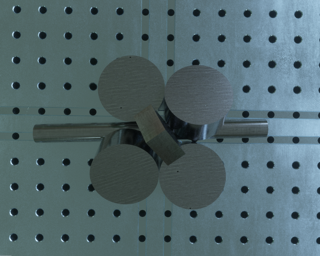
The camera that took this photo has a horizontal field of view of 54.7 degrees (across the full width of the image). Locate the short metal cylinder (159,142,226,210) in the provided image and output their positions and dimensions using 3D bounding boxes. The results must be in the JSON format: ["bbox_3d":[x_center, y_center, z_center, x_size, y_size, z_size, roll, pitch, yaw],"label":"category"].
[{"bbox_3d":[0.039,0.058,0.397,0.081,0.050,0.079,0,90,0],"label":"short metal cylinder"}]

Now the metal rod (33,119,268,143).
[{"bbox_3d":[-0.012,0.004,0.409,0.302,0.025,0.025,-1,90,0],"label":"metal rod"}]

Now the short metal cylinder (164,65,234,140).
[{"bbox_3d":[0.046,-0.030,0.384,0.081,0.050,0.080,0,67,0],"label":"short metal cylinder"}]

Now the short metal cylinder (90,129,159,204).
[{"bbox_3d":[-0.042,0.047,0.385,0.081,0.050,0.079,0,110,-1],"label":"short metal cylinder"}]

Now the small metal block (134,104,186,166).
[{"bbox_3d":[-0.001,0.008,0.362,0.025,0.050,0.050,-35,132,6],"label":"small metal block"}]

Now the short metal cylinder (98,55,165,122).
[{"bbox_3d":[-0.034,-0.048,0.397,0.081,0.050,0.079,0,90,0],"label":"short metal cylinder"}]
